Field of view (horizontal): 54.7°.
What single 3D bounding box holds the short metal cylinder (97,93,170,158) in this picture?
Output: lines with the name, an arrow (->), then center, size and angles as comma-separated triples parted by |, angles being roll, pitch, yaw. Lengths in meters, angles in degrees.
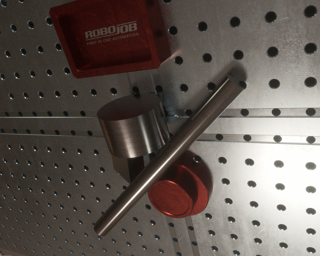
short metal cylinder -> -0.032, -0.005, 0.388 | 0.080, 0.080, 0.050 | 1, 119, 27

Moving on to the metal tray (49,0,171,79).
metal tray -> -0.060, -0.112, 0.368 | 0.130, 0.030, 0.089 | -2, 118, 28

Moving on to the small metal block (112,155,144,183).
small metal block -> -0.047, 0.046, 0.449 | 0.050, 0.025, 0.050 | 31, 135, 46

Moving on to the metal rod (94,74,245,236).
metal rod -> -0.003, 0.052, 0.404 | 0.025, 0.025, 0.299 | 40, 117, 0

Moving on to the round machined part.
round machined part -> 0.022, 0.090, 0.443 | 0.098, 0.042, 0.097 | 13, 124, 20
